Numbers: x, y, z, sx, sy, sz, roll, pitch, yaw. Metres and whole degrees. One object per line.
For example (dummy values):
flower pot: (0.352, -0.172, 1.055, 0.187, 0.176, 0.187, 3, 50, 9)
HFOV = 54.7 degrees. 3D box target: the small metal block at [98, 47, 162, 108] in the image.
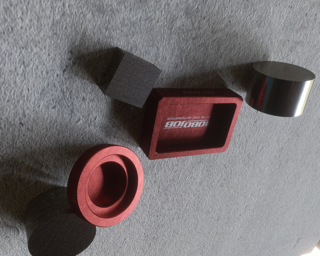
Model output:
small metal block: (-0.034, -0.056, 0.353, 0.050, 0.025, 0.050, 19, 108, -36)

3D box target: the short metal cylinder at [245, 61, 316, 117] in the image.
short metal cylinder: (0.163, -0.056, 0.426, 0.081, 0.080, 0.050, -9, 123, -24)

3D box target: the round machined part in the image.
round machined part: (-0.070, 0.068, 0.382, 0.099, 0.042, 0.097, -6, 98, -45)

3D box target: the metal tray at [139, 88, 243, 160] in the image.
metal tray: (0.043, -0.007, 0.422, 0.131, 0.030, 0.089, -3, 120, -27)

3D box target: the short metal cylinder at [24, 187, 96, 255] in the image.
short metal cylinder: (-0.128, 0.123, 0.397, 0.081, 0.050, 0.079, -14, 124, -21)
